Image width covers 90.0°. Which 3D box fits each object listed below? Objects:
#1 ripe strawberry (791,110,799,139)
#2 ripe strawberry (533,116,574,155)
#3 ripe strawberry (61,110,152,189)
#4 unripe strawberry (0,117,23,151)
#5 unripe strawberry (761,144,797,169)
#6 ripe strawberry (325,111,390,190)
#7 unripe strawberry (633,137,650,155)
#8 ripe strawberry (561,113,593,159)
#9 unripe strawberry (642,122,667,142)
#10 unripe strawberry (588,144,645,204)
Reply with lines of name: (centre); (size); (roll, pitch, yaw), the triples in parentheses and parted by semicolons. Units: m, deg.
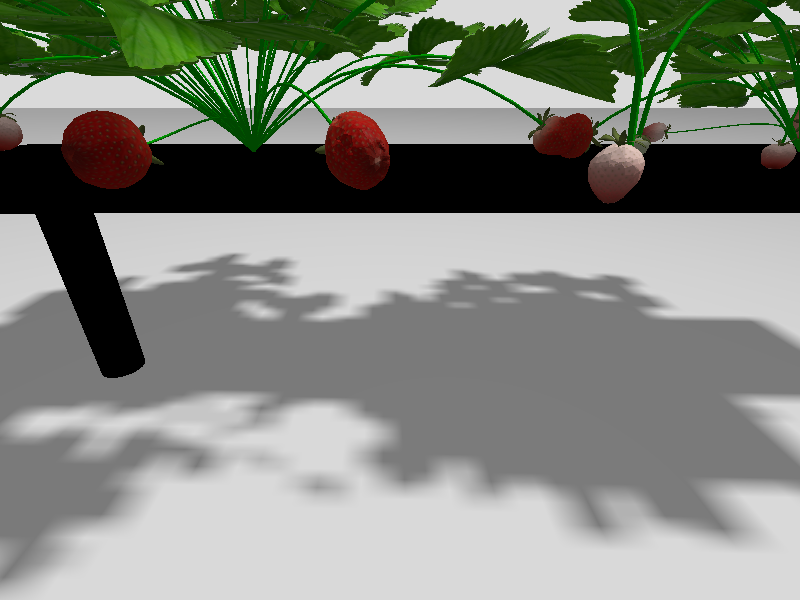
ripe strawberry: (0.437, -0.190, 0.423); (0.037, 0.039, 0.040); (23, 34, 38)
ripe strawberry: (0.111, -0.115, 0.286); (0.028, 0.027, 0.030); (35, 28, -7)
ripe strawberry: (-0.143, -0.071, 0.193); (0.034, 0.036, 0.037); (4, 28, 8)
unripe strawberry: (-0.347, -0.144, 0.346); (0.030, 0.031, 0.029); (25, 27, -6)
unripe strawberry: (0.232, -0.088, 0.246); (0.015, 0.015, 0.016); (-23, 35, -37)
ripe strawberry: (-0.018, -0.066, 0.181); (0.030, 0.034, 0.032); (-16, 37, -29)
unripe strawberry: (0.122, -0.078, 0.206); (0.011, 0.011, 0.011); (-16, 31, -28)
ripe strawberry: (0.122, -0.118, 0.291); (0.032, 0.031, 0.029); (-9, 28, -7)
unripe strawberry: (0.246, -0.162, 0.388); (0.020, 0.017, 0.020); (20, 33, 35)
unripe strawberry: (0.088, -0.052, 0.164); (0.020, 0.024, 0.024); (21, 34, 36)
